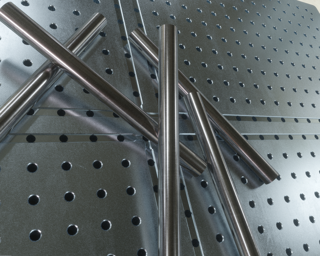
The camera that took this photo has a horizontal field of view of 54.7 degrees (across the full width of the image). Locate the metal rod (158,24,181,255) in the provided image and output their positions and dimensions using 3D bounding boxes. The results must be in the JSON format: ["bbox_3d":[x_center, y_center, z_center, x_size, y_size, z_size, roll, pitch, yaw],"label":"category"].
[{"bbox_3d":[0.010,0.011,0.368,0.025,0.025,0.299,8,71,-24],"label":"metal rod"}]

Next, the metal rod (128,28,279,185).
[{"bbox_3d":[0.062,-0.035,0.464,0.300,0.025,0.025,47,51,4],"label":"metal rod"}]

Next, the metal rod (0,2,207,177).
[{"bbox_3d":[-0.061,-0.039,0.378,0.300,0.025,0.025,39,51,-11],"label":"metal rod"}]

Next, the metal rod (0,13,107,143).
[{"bbox_3d":[-0.142,-0.053,0.364,0.025,0.025,0.301,32,51,-8],"label":"metal rod"}]

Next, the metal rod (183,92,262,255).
[{"bbox_3d":[0.088,0.089,0.394,0.025,0.025,0.299,-6,68,-31],"label":"metal rod"}]
